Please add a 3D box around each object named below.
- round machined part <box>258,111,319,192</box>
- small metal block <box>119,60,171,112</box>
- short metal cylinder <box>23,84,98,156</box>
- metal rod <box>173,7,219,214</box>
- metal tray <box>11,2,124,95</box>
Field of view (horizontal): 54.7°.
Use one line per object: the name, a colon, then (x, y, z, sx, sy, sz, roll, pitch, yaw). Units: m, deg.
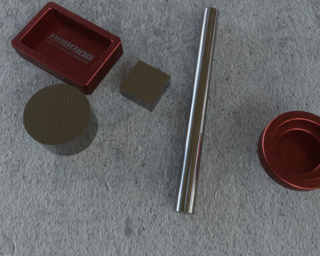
round machined part: (0.172, 0.031, 0.390, 0.099, 0.042, 0.098, 0, 70, -1)
small metal block: (-0.020, -0.058, 0.429, 0.050, 0.025, 0.050, 29, 72, 10)
short metal cylinder: (-0.124, -0.009, 0.397, 0.081, 0.050, 0.080, 0, 70, 0)
metal rod: (0.053, -0.037, 0.422, 0.025, 0.025, 0.299, 9, 70, 3)
metal tray: (-0.131, -0.116, 0.446, 0.130, 0.030, 0.090, 30, 72, 10)
